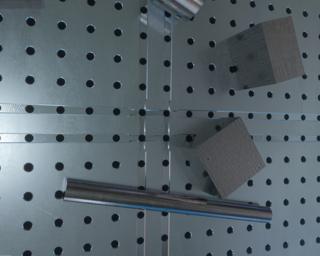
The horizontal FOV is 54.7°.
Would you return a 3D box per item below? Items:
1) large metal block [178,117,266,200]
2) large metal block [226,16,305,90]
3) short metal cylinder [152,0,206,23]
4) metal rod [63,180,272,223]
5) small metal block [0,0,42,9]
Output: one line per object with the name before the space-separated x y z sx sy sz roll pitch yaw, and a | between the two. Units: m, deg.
large metal block | 0.087 0.039 0.433 0.080 0.050 0.080 -33 101 -17
large metal block | 0.147 -0.103 0.439 0.050 0.080 0.080 -18 97 -19
short metal cylinder | 0.032 -0.184 0.396 0.050 0.080 0.080 28 81 -18
metal rod | 0.025 0.104 0.423 0.302 0.025 0.025 12 86 -20
small metal block | -0.165 -0.165 0.352 0.050 0.025 0.050 -8 93 -20
